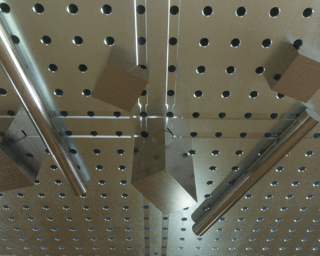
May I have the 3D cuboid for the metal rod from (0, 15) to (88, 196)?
[{"bbox_3d":[-0.153,-0.014,0.398,0.025,0.025,0.298,-8,130,6],"label":"metal rod"}]

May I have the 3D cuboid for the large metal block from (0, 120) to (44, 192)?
[{"bbox_3d":[-0.225,0.043,0.430,0.080,0.050,0.080,-12,129,10],"label":"large metal block"}]

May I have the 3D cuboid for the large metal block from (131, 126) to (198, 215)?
[{"bbox_3d":[0.007,0.058,0.425,0.050,0.080,0.080,-26,126,20],"label":"large metal block"}]

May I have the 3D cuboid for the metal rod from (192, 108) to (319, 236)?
[{"bbox_3d":[0.134,0.086,0.485,0.025,0.025,0.298,20,127,-16],"label":"metal rod"}]

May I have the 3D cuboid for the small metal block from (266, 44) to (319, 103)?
[{"bbox_3d":[0.162,-0.062,0.360,0.050,0.025,0.050,17,128,-15],"label":"small metal block"}]

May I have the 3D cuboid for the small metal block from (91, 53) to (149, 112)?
[{"bbox_3d":[-0.047,-0.053,0.366,0.050,0.025,0.050,22,127,-18],"label":"small metal block"}]
